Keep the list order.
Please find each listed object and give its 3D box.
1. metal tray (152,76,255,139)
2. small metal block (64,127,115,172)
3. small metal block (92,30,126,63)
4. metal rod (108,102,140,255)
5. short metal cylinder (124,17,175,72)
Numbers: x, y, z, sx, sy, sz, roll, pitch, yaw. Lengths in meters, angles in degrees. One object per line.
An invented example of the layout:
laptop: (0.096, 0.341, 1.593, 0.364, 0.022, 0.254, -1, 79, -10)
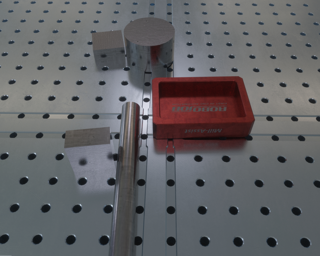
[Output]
metal tray: (0.055, -0.031, 0.429, 0.131, 0.030, 0.090, -1, 50, -1)
small metal block: (-0.082, 0.026, 0.369, 0.050, 0.050, 0.025, -5, 50, -5)
small metal block: (-0.087, -0.138, 0.523, 0.050, 0.025, 0.050, -8, 51, -7)
metal rod: (-0.038, 0.087, 0.333, 0.025, 0.025, 0.300, 0, 50, -1)
short metal cylinder: (-0.017, -0.137, 0.506, 0.080, 0.050, 0.080, 0, 50, 0)
